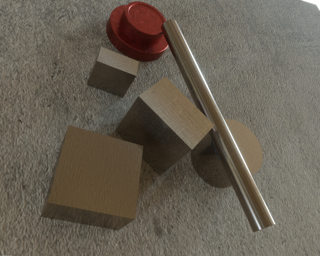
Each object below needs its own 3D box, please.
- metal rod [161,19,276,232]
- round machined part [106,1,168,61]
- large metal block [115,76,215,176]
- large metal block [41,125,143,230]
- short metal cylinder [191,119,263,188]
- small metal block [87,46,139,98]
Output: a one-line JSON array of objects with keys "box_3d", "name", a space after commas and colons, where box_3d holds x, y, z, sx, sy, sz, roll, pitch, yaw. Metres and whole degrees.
[{"box_3d": [0.062, -0.021, 0.389, 0.025, 0.025, 0.299, -5, 61, -31], "name": "metal rod"}, {"box_3d": [-0.028, -0.153, 0.473, 0.099, 0.042, 0.098, 14, 56, -21], "name": "round machined part"}, {"box_3d": [0.003, 0.000, 0.372, 0.080, 0.080, 0.050, 45, 51, 3], "name": "large metal block"}, {"box_3d": [-0.068, 0.053, 0.320, 0.081, 0.050, 0.080, 17, 55, -19], "name": "large metal block"}, {"box_3d": [0.089, 0.035, 0.417, 0.081, 0.050, 0.080, 14, 56, -21], "name": "short metal cylinder"}, {"box_3d": [-0.061, -0.070, 0.399, 0.050, 0.050, 0.025, 19, 55, -18], "name": "small metal block"}]
